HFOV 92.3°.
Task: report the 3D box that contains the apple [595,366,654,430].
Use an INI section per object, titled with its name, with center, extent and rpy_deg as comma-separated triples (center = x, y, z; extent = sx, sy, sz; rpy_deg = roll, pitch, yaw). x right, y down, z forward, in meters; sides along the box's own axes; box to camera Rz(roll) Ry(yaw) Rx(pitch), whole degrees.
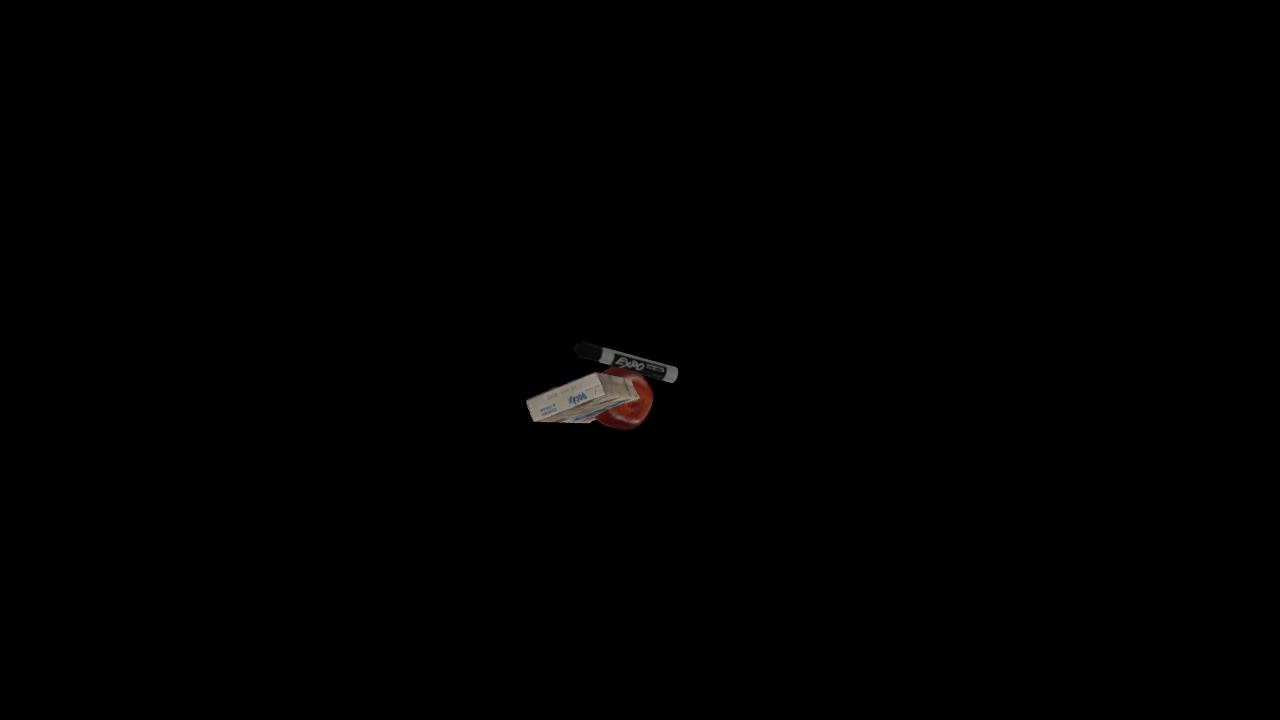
[apple]
center = -0.026, 0.044, 0.743
extent = 0.079, 0.079, 0.093
rpy_deg = 0, 0, -26

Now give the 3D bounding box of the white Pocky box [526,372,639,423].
[white Pocky box]
center = -0.054, 0.043, 0.676
extent = 0.084, 0.028, 0.154
rpy_deg = -23, -11, 12

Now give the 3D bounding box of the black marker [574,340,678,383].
[black marker]
center = -0.015, 0.002, 0.665
extent = 0.121, 0.020, 0.020
rpy_deg = 16, -7, -24
